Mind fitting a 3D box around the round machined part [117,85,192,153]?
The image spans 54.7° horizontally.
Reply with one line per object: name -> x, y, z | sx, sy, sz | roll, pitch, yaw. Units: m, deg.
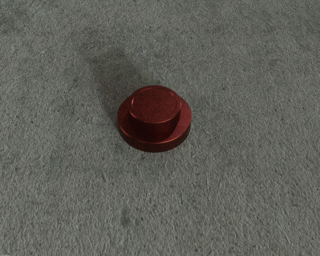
round machined part -> -0.007, -0.019, 0.409 | 0.099, 0.042, 0.098 | 0, 50, 0
